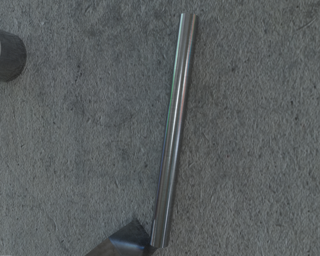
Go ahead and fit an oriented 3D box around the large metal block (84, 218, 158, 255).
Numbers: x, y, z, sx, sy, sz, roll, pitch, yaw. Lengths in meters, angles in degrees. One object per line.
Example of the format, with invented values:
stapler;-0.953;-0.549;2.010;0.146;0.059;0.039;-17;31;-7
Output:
large metal block;-0.061;0.171;0.401;0.080;0.080;0.050;-41;77;15

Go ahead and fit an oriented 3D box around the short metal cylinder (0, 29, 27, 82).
short metal cylinder;-0.261;-0.116;0.488;0.080;0.050;0.080;0;90;20

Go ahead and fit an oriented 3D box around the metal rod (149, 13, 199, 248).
metal rod;0.018;0.005;0.402;0.025;0.025;0.298;8;93;20
